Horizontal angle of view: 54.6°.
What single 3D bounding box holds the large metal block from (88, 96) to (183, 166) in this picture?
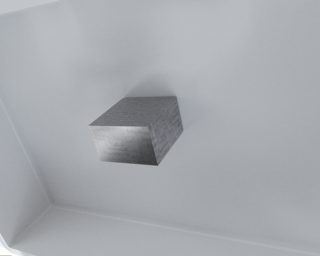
[{"bbox_3d":[-0.027,0.001,0.385,0.080,0.080,0.050,1,119,27],"label":"large metal block"}]
